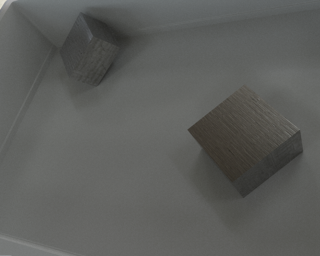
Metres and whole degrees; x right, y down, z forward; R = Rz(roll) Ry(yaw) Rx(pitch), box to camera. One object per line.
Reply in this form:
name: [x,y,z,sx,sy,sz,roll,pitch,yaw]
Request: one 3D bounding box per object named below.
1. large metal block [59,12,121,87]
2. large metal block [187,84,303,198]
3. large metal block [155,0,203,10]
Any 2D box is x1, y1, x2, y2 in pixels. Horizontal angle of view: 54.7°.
large metal block: [-0.118,-0.129,0.512,0.080,0.050,0.080,-52,47,25]
large metal block: [0.091,0.013,0.334,0.080,0.050,0.080,-39,51,2]
large metal block: [0.036,-0.256,0.531,0.080,0.050,0.080,3,63,29]
